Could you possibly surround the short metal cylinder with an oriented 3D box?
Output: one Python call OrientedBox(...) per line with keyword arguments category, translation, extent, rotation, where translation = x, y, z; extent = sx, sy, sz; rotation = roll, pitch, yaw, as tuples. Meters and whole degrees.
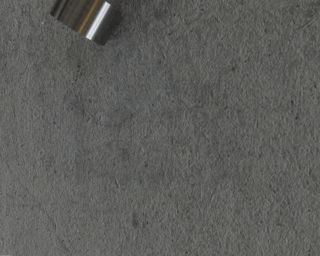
OrientedBox(category="short metal cylinder", translation=(-0.098, -0.153, 0.414), extent=(0.080, 0.080, 0.050), rotation=(36, 102, 16))
